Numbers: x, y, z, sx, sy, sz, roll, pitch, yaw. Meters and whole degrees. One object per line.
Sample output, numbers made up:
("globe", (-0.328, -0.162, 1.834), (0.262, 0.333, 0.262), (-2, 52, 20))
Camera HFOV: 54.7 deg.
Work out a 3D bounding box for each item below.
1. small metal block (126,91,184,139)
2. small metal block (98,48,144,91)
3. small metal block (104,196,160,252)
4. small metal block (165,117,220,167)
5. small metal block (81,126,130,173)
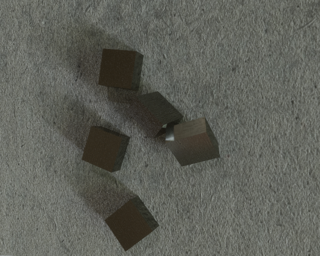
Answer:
("small metal block", (-0.006, -0.018, 0.395), (0.050, 0.050, 0.025), (46, 123, 14))
("small metal block", (-0.054, -0.080, 0.428), (0.050, 0.025, 0.050), (10, 93, 19))
("small metal block", (-0.038, 0.130, 0.422), (0.050, 0.025, 0.050), (-41, 77, 15))
("small metal block", (0.040, 0.018, 0.379), (0.050, 0.050, 0.025), (-17, 44, 19))
("small metal block", (-0.076, 0.029, 0.436), (0.050, 0.025, 0.050), (20, 97, 18))
